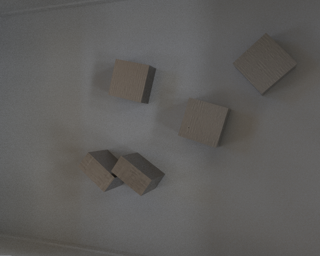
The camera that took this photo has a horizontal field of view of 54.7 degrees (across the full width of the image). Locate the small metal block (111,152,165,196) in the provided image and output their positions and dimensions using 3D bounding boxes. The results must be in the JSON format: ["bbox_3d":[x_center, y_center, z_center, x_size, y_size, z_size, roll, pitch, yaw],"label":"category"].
[{"bbox_3d":[-0.027,0.059,0.407,0.050,0.050,0.025,36,102,16],"label":"small metal block"}]

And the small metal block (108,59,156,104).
[{"bbox_3d":[-0.038,-0.063,0.424,0.050,0.025,0.050,15,95,19],"label":"small metal block"}]

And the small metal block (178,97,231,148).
[{"bbox_3d":[0.056,-0.007,0.391,0.050,0.025,0.050,18,96,19],"label":"small metal block"}]

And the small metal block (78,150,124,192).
[{"bbox_3d":[-0.074,0.057,0.423,0.050,0.050,0.025,40,103,15],"label":"small metal block"}]

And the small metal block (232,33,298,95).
[{"bbox_3d":[0.124,-0.074,0.367,0.050,0.025,0.050,-43,77,15],"label":"small metal block"}]
